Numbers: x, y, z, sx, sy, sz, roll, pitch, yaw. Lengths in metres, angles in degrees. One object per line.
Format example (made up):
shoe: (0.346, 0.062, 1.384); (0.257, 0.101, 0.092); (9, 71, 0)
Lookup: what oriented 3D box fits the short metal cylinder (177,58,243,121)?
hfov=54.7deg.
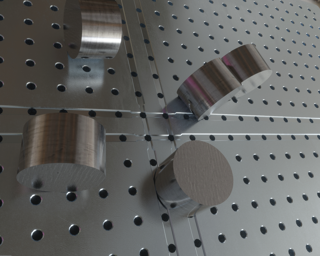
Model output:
short metal cylinder: (0.071, -0.055, 0.444); (0.081, 0.080, 0.050); (-30, 78, -38)

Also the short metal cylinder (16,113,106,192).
short metal cylinder: (-0.094, 0.027, 0.305); (0.081, 0.080, 0.050); (8, 58, -24)

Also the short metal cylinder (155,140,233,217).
short metal cylinder: (0.041, 0.062, 0.376); (0.081, 0.050, 0.080); (14, 56, -21)

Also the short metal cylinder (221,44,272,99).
short metal cylinder: (0.130, -0.088, 0.496); (0.081, 0.080, 0.050); (-16, 71, -35)

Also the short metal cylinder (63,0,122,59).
short metal cylinder: (-0.090, -0.130, 0.404); (0.050, 0.080, 0.080); (-7, 65, -31)
